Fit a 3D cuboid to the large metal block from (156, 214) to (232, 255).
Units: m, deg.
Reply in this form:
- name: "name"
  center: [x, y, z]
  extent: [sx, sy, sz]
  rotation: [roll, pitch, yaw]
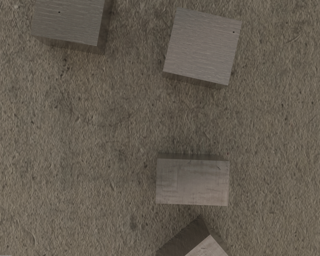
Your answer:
- name: "large metal block"
  center: [0.041, 0.162, 0.383]
  extent: [0.080, 0.080, 0.050]
  rotation: [-40, 90, 0]

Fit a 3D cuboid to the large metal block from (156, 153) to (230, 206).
- name: "large metal block"
  center: [0.036, 0.060, 0.383]
  extent: [0.081, 0.080, 0.050]
  rotation: [2, 90, 0]

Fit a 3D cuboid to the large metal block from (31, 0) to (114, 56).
- name: "large metal block"
  center: [-0.109, -0.144, 0.396]
  extent: [0.080, 0.050, 0.080]
  rotation: [10, 90, 0]

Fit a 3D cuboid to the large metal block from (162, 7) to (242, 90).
- name: "large metal block"
  center: [0.051, -0.099, 0.398]
  extent: [0.080, 0.050, 0.080]
  rotation: [12, 90, 0]
